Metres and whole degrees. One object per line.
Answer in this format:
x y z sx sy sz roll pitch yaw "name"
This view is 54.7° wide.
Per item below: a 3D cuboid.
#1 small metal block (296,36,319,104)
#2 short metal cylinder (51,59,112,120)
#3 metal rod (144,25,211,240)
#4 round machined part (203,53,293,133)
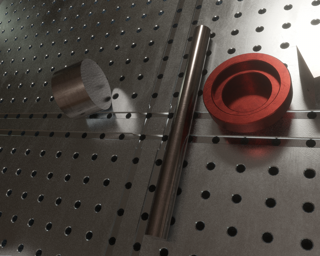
0.173 -0.063 0.340 0.025 0.050 0.050 -19 54 17 "small metal block"
-0.116 -0.058 0.467 0.050 0.080 0.080 -18 55 18 "short metal cylinder"
0.029 -0.013 0.399 0.025 0.025 0.300 0 62 28 "metal rod"
0.104 -0.037 0.365 0.098 0.042 0.098 -13 56 20 "round machined part"
